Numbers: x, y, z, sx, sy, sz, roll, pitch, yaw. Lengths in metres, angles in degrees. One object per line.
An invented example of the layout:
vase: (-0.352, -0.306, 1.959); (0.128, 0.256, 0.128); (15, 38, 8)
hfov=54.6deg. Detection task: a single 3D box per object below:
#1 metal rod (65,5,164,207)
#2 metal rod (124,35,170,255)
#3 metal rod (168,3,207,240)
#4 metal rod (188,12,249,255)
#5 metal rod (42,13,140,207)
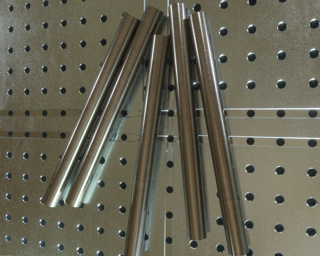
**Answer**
metal rod: (-0.067, -0.024, 0.437); (0.025, 0.025, 0.299); (27, 99, 18)
metal rod: (-0.017, 0.027, 0.419); (0.025, 0.025, 0.298); (9, 93, 20)
metal rod: (0.035, -0.009, 0.400); (0.025, 0.025, 0.298); (-5, 88, 20)
metal rod: (0.072, 0.004, 0.387); (0.025, 0.025, 0.299); (-11, 86, 20)
metal rod: (-0.102, -0.019, 0.448); (0.025, 0.025, 0.299); (29, 99, 17)
